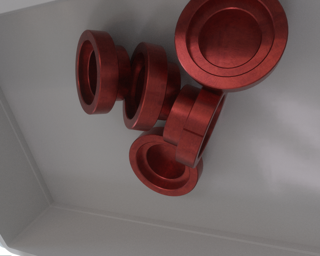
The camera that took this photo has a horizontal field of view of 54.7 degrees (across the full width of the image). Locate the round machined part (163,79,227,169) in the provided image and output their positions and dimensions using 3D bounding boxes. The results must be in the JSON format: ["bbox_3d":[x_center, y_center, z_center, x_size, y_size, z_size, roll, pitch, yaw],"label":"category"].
[{"bbox_3d":[0.036,-0.009,0.336,0.042,0.098,0.097,23,127,13],"label":"round machined part"}]

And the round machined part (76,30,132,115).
[{"bbox_3d":[-0.067,-0.066,0.372,0.098,0.042,0.097,14,106,59],"label":"round machined part"}]

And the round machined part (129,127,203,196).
[{"bbox_3d":[0.012,0.040,0.417,0.098,0.042,0.097,13,124,21],"label":"round machined part"}]

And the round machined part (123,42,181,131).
[{"bbox_3d":[-0.009,-0.044,0.352,0.042,0.098,0.097,7,131,-20],"label":"round machined part"}]

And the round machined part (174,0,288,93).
[{"bbox_3d":[0.066,-0.082,0.293,0.098,0.042,0.097,-1,87,15],"label":"round machined part"}]
